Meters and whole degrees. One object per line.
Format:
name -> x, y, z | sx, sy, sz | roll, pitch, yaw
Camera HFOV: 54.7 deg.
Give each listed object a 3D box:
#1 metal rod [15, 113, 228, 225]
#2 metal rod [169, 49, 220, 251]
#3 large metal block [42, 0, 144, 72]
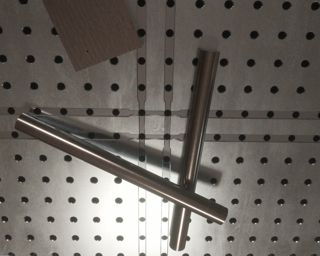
metal rod -> -0.048, 0.056, 0.416 | 0.301, 0.025, 0.025 | 26, 108, -3
metal rod -> 0.044, 0.044, 0.430 | 0.025, 0.025, 0.298 | 6, 110, -3
large metal block -> -0.071, -0.120, 0.355 | 0.080, 0.050, 0.080 | -19, 109, 6
